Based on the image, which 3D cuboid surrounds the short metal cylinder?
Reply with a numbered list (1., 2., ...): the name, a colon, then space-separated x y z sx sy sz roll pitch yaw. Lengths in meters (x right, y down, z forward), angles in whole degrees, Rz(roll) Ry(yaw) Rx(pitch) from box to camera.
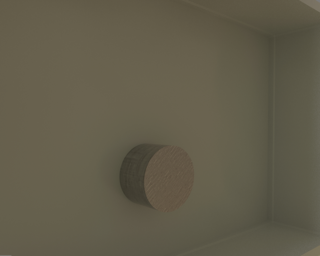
1. short metal cylinder: -0.003 0.060 0.390 0.081 0.050 0.079 0 90 -40
